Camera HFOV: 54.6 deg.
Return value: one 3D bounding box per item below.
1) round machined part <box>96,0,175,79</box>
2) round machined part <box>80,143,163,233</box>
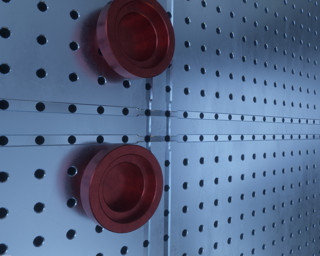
[{"bbox_3d":[-0.032,-0.106,0.370,0.099,0.042,0.097,0,90,-40],"label":"round machined part"},{"bbox_3d":[-0.047,0.066,0.358,0.099,0.042,0.097,0,90,-40],"label":"round machined part"}]
